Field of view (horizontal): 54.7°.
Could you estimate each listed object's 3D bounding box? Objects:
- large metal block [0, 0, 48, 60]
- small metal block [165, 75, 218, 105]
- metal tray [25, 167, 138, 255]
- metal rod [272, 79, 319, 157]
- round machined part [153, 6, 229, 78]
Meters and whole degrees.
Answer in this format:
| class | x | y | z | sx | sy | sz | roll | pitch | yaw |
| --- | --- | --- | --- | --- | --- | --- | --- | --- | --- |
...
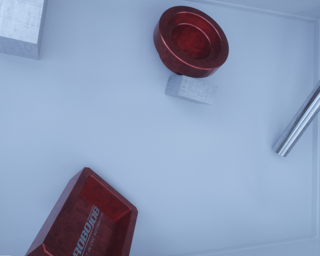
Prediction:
| class | x | y | z | sx | sy | sz | roll | pitch | yaw |
| --- | --- | --- | --- | --- | --- | --- | --- | --- | --- |
| large metal block | -0.149 | -0.123 | 0.326 | 0.050 | 0.080 | 0.080 | 9 | 87 | -20 |
| small metal block | 0.040 | -0.050 | 0.412 | 0.050 | 0.050 | 0.025 | 14 | 92 | -20 |
| metal tray | -0.074 | 0.110 | 0.331 | 0.030 | 0.130 | 0.090 | -40 | 106 | 20 |
| metal rod | 0.252 | -0.086 | 0.434 | 0.025 | 0.025 | 0.298 | 21 | 111 | -19 |
| round machined part | 0.037 | -0.106 | 0.404 | 0.099 | 0.042 | 0.098 | 10 | 62 | -20 |
